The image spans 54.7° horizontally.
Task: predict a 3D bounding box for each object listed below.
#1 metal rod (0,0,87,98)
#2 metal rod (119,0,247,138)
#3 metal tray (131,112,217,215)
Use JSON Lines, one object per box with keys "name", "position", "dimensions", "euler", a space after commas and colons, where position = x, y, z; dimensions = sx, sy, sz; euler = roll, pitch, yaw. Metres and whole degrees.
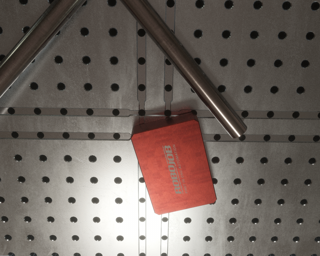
{"name": "metal rod", "position": [-0.188, -0.057, 0.366], "dimensions": [0.025, 0.025, 0.300], "euler": [42, 95, -14]}
{"name": "metal rod", "position": [0.010, -0.102, 0.375], "dimensions": [0.025, 0.025, 0.300], "euler": [-38, 106, 12]}
{"name": "metal tray", "position": [0.021, 0.052, 0.430], "dimensions": [0.090, 0.030, 0.129], "euler": [-14, 110, 4]}
